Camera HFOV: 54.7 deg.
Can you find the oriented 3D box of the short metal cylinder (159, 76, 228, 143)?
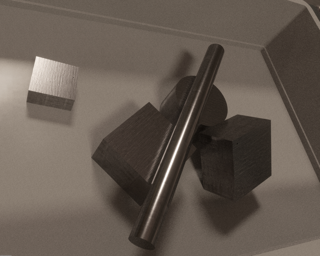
[{"bbox_3d":[0.046,-0.026,0.432,0.081,0.050,0.080,14,56,-21],"label":"short metal cylinder"}]

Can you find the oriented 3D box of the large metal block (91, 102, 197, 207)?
[{"bbox_3d":[-0.018,0.029,0.363,0.080,0.050,0.080,45,51,2],"label":"large metal block"}]

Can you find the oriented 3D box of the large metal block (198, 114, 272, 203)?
[{"bbox_3d":[0.099,0.035,0.398,0.081,0.050,0.079,-23,114,-36],"label":"large metal block"}]

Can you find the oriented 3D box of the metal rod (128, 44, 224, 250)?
[{"bbox_3d":[0.033,-0.006,0.364,0.025,0.025,0.301,31,51,-9],"label":"metal rod"}]

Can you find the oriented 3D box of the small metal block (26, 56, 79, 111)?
[{"bbox_3d":[-0.127,-0.052,0.370,0.050,0.025,0.050,12,57,-22],"label":"small metal block"}]
